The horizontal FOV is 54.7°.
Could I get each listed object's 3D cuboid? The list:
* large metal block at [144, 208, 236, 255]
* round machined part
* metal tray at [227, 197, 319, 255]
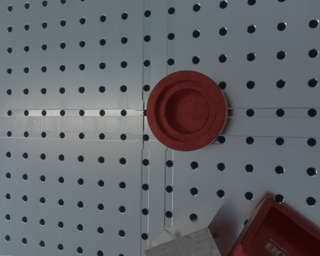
[{"bbox_3d":[0.040,0.142,0.369,0.080,0.080,0.050,-27,81,18],"label":"large metal block"},{"bbox_3d":[0.036,-0.021,0.391,0.098,0.042,0.097,0,90,20],"label":"round machined part"},{"bbox_3d":[0.147,0.145,0.324,0.130,0.091,0.030,37,133,16],"label":"metal tray"}]
